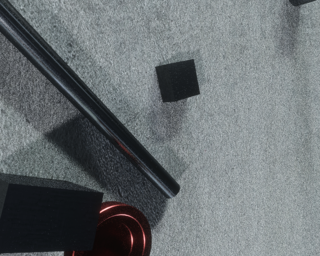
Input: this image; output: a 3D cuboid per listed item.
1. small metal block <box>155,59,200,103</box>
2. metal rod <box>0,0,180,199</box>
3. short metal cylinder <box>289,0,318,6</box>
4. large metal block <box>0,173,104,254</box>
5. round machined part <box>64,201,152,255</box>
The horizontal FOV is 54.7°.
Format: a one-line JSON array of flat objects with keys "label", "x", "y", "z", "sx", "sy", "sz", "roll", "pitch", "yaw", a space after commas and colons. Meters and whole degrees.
[{"label": "small metal block", "x": 0.025, "y": -0.065, "z": 0.428, "sx": 0.050, "sy": 0.025, "sz": 0.050, "roll": -20, "pitch": 103, "yaw": -39}, {"label": "metal rod", "x": -0.068, "y": -0.015, "z": 0.348, "sx": 0.300, "sy": 0.025, "sz": 0.025, "roll": 50, "pitch": 61, "yaw": -29}, {"label": "short metal cylinder", "x": 0.304, "y": -0.303, "z": 0.647, "sx": 0.081, "sy": 0.050, "sz": 0.079, "roll": 0, "pitch": 90, "yaw": -40}, {"label": "large metal block", "x": -0.110, "y": 0.073, "z": 0.278, "sx": 0.081, "sy": 0.080, "sz": 0.050, "roll": 17, "pitch": 80, "yaw": -39}, {"label": "round machined part", "x": -0.060, "y": 0.130, "z": 0.345, "sx": 0.099, "sy": 0.042, "sz": 0.097, "roll": 0, "pitch": 90, "yaw": -40}]
